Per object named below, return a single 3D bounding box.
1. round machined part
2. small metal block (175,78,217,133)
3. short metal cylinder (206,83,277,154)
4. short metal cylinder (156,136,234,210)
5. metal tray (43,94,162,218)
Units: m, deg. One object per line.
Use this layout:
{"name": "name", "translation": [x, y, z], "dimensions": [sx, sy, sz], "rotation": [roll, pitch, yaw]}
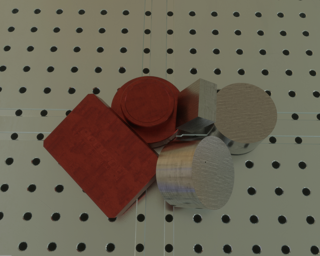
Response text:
{"name": "round machined part", "translation": [-0.016, -0.026, 0.408], "dimensions": [0.099, 0.042, 0.098], "rotation": [0, 70, 0]}
{"name": "small metal block", "translation": [0.045, -0.026, 0.385], "dimensions": [0.025, 0.050, 0.050], "rotation": [16, 67, -24]}
{"name": "short metal cylinder", "translation": [0.102, -0.011, 0.400], "dimensions": [0.081, 0.050, 0.080], "rotation": [0, 70, 0]}
{"name": "short metal cylinder", "translation": [0.042, 0.051, 0.354], "dimensions": [0.050, 0.080, 0.080], "rotation": [-9, 63, 43]}
{"name": "metal tray", "translation": [-0.068, 0.032, 0.381], "dimensions": [0.130, 0.030, 0.090], "rotation": [44, 91, 13]}
